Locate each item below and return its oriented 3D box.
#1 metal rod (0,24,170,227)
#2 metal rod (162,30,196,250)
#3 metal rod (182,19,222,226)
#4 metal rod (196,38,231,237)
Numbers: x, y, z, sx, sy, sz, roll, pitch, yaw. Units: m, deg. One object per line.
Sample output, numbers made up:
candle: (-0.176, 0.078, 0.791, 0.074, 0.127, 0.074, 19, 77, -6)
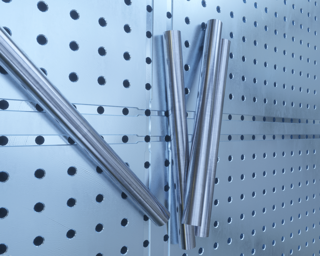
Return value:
metal rod: (-0.078, 0.013, 0.342, 0.025, 0.025, 0.300, -52, 121, -27)
metal rod: (0.027, 0.019, 0.430, 0.025, 0.025, 0.298, -8, 95, -40)
metal rod: (0.062, -0.018, 0.437, 0.025, 0.025, 0.299, 21, 70, -38)
metal rod: (0.079, 0.011, 0.474, 0.025, 0.025, 0.299, 13, 82, -39)
